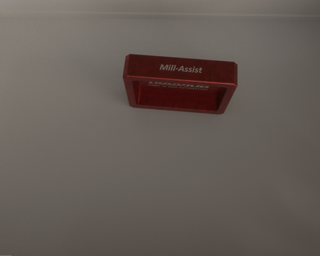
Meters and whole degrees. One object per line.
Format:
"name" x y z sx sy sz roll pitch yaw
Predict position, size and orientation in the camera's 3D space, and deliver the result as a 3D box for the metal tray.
"metal tray" 0.024 -0.052 0.394 0.131 0.090 0.030 5 70 2
